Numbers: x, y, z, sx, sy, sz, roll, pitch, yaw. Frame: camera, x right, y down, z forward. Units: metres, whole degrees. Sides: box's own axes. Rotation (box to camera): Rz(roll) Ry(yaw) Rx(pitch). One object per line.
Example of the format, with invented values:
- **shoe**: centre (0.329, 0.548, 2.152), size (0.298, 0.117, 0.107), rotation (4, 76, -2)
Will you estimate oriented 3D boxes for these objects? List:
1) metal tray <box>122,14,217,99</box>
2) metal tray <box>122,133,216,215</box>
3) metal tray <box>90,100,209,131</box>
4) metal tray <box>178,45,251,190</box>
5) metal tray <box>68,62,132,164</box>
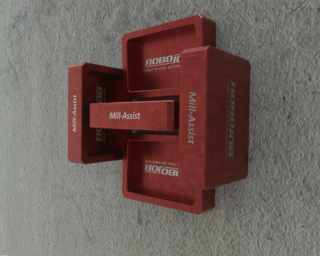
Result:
- **metal tray**: centre (0.008, -0.084, 0.397), size (0.130, 0.030, 0.089), rotation (1, 93, 40)
- **metal tray**: centre (0.007, 0.052, 0.399), size (0.130, 0.030, 0.089), rotation (1, 90, 40)
- **metal tray**: centre (-0.010, -0.015, 0.374), size (0.130, 0.091, 0.030), rotation (2, 93, 40)
- **metal tray**: centre (0.058, -0.009, 0.316), size (0.030, 0.091, 0.129), rotation (2, 91, 40)
- **metal tray**: centre (-0.081, -0.019, 0.431), size (0.030, 0.091, 0.129), rotation (2, 92, 40)
